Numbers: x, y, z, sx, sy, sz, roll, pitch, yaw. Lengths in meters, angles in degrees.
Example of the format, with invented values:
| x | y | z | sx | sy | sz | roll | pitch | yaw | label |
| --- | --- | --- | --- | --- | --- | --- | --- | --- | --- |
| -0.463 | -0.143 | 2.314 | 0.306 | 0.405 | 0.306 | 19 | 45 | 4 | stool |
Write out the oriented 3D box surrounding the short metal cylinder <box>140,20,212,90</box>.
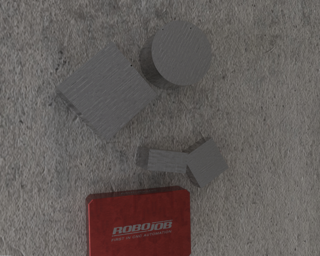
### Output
| x | y | z | sx | sy | sz | roll | pitch | yaw | label |
| --- | --- | --- | --- | --- | --- | --- | --- | --- | --- |
| 0.019 | -0.092 | 0.403 | 0.081 | 0.050 | 0.079 | 0 | 90 | -20 | short metal cylinder |

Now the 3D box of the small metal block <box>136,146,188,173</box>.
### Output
| x | y | z | sx | sy | sz | roll | pitch | yaw | label |
| --- | --- | --- | --- | --- | --- | --- | --- | --- | --- |
| 0.001 | 0.040 | 0.396 | 0.050 | 0.050 | 0.025 | 8 | 88 | -20 | small metal block |

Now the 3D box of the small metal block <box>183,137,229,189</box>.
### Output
| x | y | z | sx | sy | sz | roll | pitch | yaw | label |
| --- | --- | --- | --- | --- | --- | --- | --- | --- | --- |
| 0.059 | 0.047 | 0.431 | 0.050 | 0.025 | 0.050 | -33 | 101 | -17 | small metal block |

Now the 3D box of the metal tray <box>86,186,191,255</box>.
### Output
| x | y | z | sx | sy | sz | roll | pitch | yaw | label |
| --- | --- | --- | --- | --- | --- | --- | --- | --- | --- |
| -0.026 | 0.127 | 0.397 | 0.131 | 0.030 | 0.089 | -2 | 91 | -20 | metal tray |

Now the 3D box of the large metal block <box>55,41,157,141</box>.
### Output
| x | y | z | sx | sy | sz | roll | pitch | yaw | label |
| --- | --- | --- | --- | --- | --- | --- | --- | --- | --- |
| -0.065 | -0.042 | 0.372 | 0.080 | 0.050 | 0.080 | -44 | 104 | -15 | large metal block |
